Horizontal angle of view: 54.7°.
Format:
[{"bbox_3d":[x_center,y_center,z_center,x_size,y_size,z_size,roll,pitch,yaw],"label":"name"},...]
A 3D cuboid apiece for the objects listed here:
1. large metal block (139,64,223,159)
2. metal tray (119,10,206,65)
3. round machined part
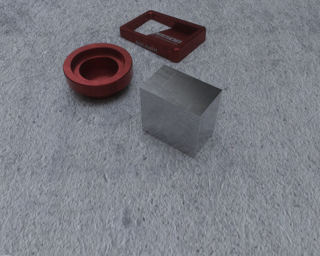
[{"bbox_3d":[0.024,-0.020,0.384,0.080,0.080,0.050,28,56,21],"label":"large metal block"},{"bbox_3d":[0.005,-0.165,0.553,0.130,0.030,0.090,28,53,27],"label":"metal tray"},{"bbox_3d":[-0.089,-0.080,0.459,0.099,0.042,0.098,0,50,0],"label":"round machined part"}]
